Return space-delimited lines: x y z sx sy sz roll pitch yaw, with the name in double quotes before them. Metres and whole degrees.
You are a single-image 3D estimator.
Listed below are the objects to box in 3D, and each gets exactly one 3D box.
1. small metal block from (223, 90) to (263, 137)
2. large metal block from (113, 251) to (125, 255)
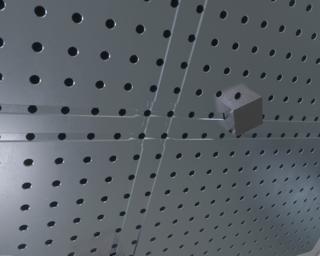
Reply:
"small metal block" 0.126 -0.022 0.466 0.050 0.025 0.050 -25 128 -13
"large metal block" -0.085 0.263 0.511 0.081 0.050 0.079 -17 125 -19
